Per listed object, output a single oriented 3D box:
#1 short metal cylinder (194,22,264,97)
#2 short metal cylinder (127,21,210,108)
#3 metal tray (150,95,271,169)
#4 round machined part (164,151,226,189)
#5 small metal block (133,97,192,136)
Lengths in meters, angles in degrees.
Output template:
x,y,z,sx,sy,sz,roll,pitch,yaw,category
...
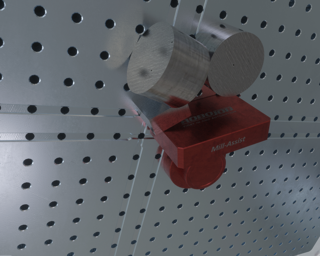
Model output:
x,y,z,sx,sy,sz,roll,pitch,yaw,category
0.081,-0.085,0.387,0.081,0.050,0.079,-14,124,-21,short metal cylinder
0.007,-0.067,0.338,0.050,0.080,0.080,19,108,-36,short metal cylinder
0.062,-0.002,0.401,0.131,0.090,0.030,-16,125,-19,metal tray
0.059,0.053,0.466,0.099,0.042,0.097,-14,124,-21,round machined part
0.002,-0.024,0.382,0.050,0.050,0.025,-30,128,-9,small metal block
